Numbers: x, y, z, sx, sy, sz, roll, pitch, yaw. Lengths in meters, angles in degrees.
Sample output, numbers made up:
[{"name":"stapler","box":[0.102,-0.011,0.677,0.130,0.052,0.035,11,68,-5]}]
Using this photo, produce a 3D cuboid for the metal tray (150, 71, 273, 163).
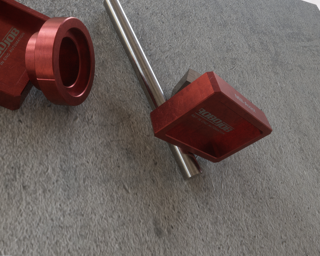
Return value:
[{"name":"metal tray","box":[0.064,-0.005,0.370,0.131,0.090,0.030,26,40,-43]}]

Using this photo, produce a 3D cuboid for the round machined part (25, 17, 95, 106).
[{"name":"round machined part","box":[-0.114,-0.075,0.352,0.042,0.098,0.098,4,54,12]}]

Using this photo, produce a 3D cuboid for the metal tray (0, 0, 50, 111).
[{"name":"metal tray","box":[-0.181,-0.092,0.359,0.090,0.030,0.130,24,53,-14]}]

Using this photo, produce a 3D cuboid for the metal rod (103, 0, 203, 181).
[{"name":"metal rod","box":[-0.017,-0.068,0.437,0.025,0.025,0.299,-12,68,-34]}]

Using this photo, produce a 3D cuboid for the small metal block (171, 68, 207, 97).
[{"name":"small metal block","box":[0.050,-0.052,0.448,0.050,0.050,0.025,26,53,-13]}]
